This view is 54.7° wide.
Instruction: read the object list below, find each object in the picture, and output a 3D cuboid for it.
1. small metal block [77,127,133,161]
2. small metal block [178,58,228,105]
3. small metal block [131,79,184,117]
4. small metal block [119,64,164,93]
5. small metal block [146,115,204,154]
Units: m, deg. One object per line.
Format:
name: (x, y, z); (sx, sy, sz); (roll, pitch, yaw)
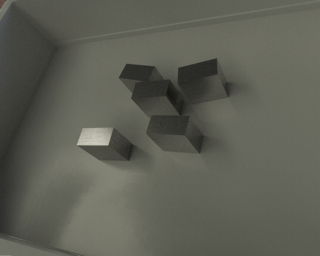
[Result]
small metal block: (-0.072, 0.022, 0.414); (0.050, 0.050, 0.025); (-1, 61, 27)
small metal block: (0.056, -0.058, 0.396); (0.050, 0.050, 0.025); (-10, 58, 23)
small metal block: (-0.002, -0.038, 0.414); (0.050, 0.050, 0.025); (-1, 62, 28)
small metal block: (-0.022, -0.064, 0.441); (0.050, 0.050, 0.025); (13, 68, 33)
small metal block: (0.019, 0.008, 0.375); (0.050, 0.050, 0.025); (2, 63, 29)
